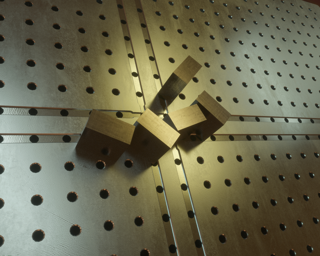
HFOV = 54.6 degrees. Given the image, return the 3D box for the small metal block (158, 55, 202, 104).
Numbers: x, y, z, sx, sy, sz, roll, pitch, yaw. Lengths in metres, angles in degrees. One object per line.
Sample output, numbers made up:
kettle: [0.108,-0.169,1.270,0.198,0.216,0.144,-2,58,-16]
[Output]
small metal block: [0.029,-0.070,0.450,0.025,0.050,0.050,40,51,-1]

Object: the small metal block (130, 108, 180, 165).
small metal block: [-0.012,0.011,0.379,0.050,0.050,0.025,39,51,-2]

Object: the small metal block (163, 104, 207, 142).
small metal block: [0.024,-0.003,0.406,0.050,0.050,0.025,-20,72,-35]

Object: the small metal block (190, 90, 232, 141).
small metal block: [0.062,-0.016,0.435,0.050,0.050,0.025,43,51,1]

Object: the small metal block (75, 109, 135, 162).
small metal block: [-0.063,0.010,0.352,0.050,0.050,0.025,23,53,-14]
